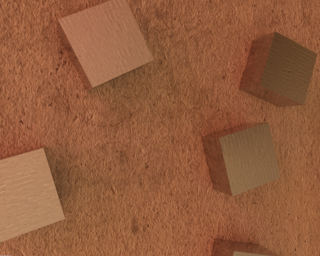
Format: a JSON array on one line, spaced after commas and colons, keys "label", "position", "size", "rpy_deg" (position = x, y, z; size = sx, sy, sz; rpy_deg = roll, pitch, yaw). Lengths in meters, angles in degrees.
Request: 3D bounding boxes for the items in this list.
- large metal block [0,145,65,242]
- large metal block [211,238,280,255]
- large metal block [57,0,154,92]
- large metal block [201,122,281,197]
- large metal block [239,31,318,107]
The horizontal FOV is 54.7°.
[{"label": "large metal block", "position": [-0.157, 0.070, 0.338], "size": [0.081, 0.050, 0.080], "rpy_deg": [-17, 96, -19]}, {"label": "large metal block", "position": [0.116, 0.209, 0.439], "size": [0.081, 0.050, 0.080], "rpy_deg": [15, 85, -20]}, {"label": "large metal block", "position": [-0.066, -0.098, 0.371], "size": [0.080, 0.050, 0.080], "rpy_deg": [-29, 100, -18]}, {"label": "large metal block", "position": [0.113, 0.041, 0.437], "size": [0.081, 0.050, 0.080], "rpy_deg": [-16, 96, -19]}, {"label": "large metal block", "position": [0.175, -0.083, 0.460], "size": [0.080, 0.050, 0.080], "rpy_deg": [20, 84, -19]}]
